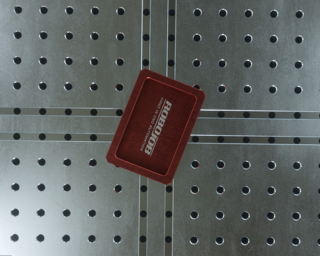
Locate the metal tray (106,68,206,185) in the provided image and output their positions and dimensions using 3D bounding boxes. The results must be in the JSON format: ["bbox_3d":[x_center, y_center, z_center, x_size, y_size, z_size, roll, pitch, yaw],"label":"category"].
[{"bbox_3d":[-0.005,-0.002,0.411,0.090,0.030,0.129,22,90,-1],"label":"metal tray"}]
